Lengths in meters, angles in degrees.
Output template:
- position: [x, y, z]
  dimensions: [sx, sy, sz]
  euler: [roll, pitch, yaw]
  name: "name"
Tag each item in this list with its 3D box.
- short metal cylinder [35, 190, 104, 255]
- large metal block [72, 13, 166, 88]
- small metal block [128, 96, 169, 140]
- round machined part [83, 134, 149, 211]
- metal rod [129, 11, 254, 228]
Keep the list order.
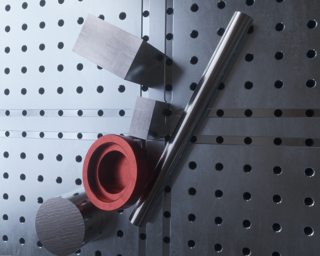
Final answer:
- position: [-0.128, 0.133, 0.443]
  dimensions: [0.080, 0.050, 0.079]
  euler: [0, 90, 19]
  name: "short metal cylinder"
- position: [-0.050, -0.097, 0.400]
  dimensions: [0.080, 0.080, 0.050]
  euler: [30, 100, 17]
  name: "large metal block"
- position: [-0.014, -0.013, 0.403]
  dimensions: [0.025, 0.050, 0.050]
  euler: [15, 95, 19]
  name: "small metal block"
- position: [-0.054, 0.059, 0.412]
  dimensions: [0.098, 0.042, 0.097]
  euler: [-6, 79, 35]
  name: "round machined part"
- position: [0.036, -0.004, 0.399]
  dimensions: [0.025, 0.025, 0.298]
  euler: [30, 99, 17]
  name: "metal rod"
